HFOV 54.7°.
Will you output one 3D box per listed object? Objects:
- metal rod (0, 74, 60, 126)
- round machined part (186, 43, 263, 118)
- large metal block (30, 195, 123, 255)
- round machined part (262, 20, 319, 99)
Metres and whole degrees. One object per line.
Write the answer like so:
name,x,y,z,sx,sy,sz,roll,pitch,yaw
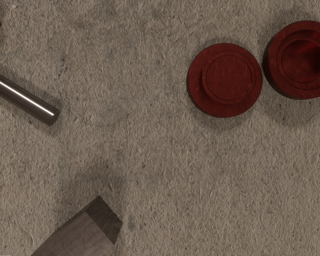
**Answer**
metal rod,-0.267,-0.091,0.406,0.301,0.025,0.025,32,90,-1
round machined part,0.085,-0.062,0.403,0.099,0.042,0.097,0,90,-1
large metal block,-0.098,0.136,0.381,0.080,0.080,0.050,-39,90,0
round machined part,0.183,-0.085,0.404,0.099,0.042,0.097,0,90,-1
